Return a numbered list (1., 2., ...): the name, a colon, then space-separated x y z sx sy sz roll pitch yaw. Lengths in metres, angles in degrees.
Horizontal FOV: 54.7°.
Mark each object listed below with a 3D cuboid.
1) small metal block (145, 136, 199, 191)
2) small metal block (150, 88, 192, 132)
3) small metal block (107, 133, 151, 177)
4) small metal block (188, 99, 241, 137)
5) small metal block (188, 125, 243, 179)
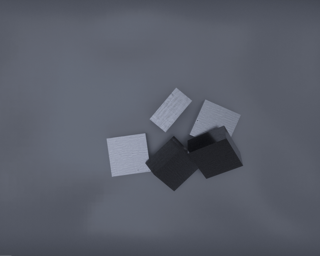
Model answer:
1. small metal block: 0.018 0.046 0.398 0.050 0.025 0.050 -44 132 0
2. small metal block: 0.013 -0.022 0.399 0.025 0.050 0.050 40 90 -1
3. small metal block: -0.040 0.035 0.411 0.050 0.025 0.050 -8 90 -1
4. small metal block: 0.071 -0.004 0.412 0.050 0.025 0.050 24 90 -1
5. small metal block: 0.069 0.031 0.388 0.050 0.025 0.050 -24 122 20
